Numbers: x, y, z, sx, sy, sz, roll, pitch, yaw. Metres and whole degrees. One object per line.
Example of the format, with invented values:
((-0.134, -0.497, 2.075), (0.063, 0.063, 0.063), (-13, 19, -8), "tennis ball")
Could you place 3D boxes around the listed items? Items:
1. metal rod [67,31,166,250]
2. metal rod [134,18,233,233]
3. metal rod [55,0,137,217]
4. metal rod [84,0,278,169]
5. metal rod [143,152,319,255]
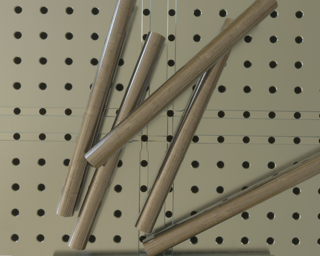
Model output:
((-0.057, 0.017, 0.412), (0.025, 0.025, 0.299), (21, 90, 0), "metal rod")
((0.038, -0.003, 0.413), (0.025, 0.025, 0.299), (24, 90, 0), "metal rod")
((-0.085, -0.030, 0.412), (0.025, 0.025, 0.299), (16, 90, 0), "metal rod")
((0.026, -0.059, 0.387), (0.300, 0.025, 0.025), (-42, 90, 0), "metal rod")
((0.117, 0.094, 0.414), (0.301, 0.025, 0.025), (-26, 90, 0), "metal rod")
